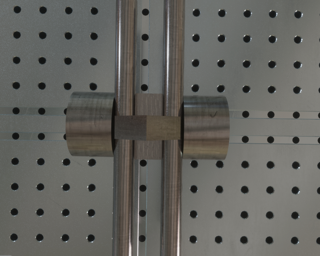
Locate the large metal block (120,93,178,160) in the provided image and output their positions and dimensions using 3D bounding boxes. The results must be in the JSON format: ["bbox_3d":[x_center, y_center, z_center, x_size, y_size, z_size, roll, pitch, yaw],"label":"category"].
[{"bbox_3d":[-0.014,-0.002,0.397,0.081,0.050,0.079,1,90,0],"label":"large metal block"}]

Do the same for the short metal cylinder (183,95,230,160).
[{"bbox_3d":[0.053,0.000,0.382,0.050,0.080,0.079,1,90,1],"label":"short metal cylinder"}]

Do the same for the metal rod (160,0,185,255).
[{"bbox_3d":[0.015,0.000,0.360,0.025,0.025,0.298,1,90,0],"label":"metal rod"}]

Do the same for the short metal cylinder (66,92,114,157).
[{"bbox_3d":[-0.079,-0.004,0.382,0.050,0.080,0.079,1,90,0],"label":"short metal cylinder"}]

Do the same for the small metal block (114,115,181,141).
[{"bbox_3d":[-0.013,0.000,0.334,0.050,0.050,0.025,1,91,44],"label":"small metal block"}]

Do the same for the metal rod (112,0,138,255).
[{"bbox_3d":[-0.041,0.002,0.360,0.025,0.025,0.298,1,90,0],"label":"metal rod"}]
